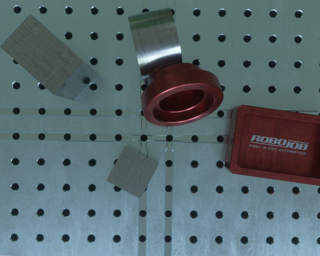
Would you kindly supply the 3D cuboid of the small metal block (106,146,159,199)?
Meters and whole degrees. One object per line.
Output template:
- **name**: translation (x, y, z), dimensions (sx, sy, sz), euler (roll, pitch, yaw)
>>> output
- **small metal block**: translation (-0.036, 0.058, 0.413), dimensions (0.050, 0.025, 0.050), euler (28, 90, 0)

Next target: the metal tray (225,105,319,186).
- **metal tray**: translation (0.159, 0.023, 0.411), dimensions (0.131, 0.030, 0.089), euler (8, 90, 0)

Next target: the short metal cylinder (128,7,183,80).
- **short metal cylinder**: translation (-0.006, -0.104, 0.386), dimensions (0.050, 0.080, 0.080), euler (-13, 90, 0)

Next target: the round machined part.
- **round machined part**: translation (0.025, -0.043, 0.382), dimensions (0.099, 0.098, 0.042), euler (-13, 65, 0)

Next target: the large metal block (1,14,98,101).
- **large metal block**: translation (-0.131, -0.082, 0.385), dimensions (0.080, 0.080, 0.050), euler (42, 90, 0)
